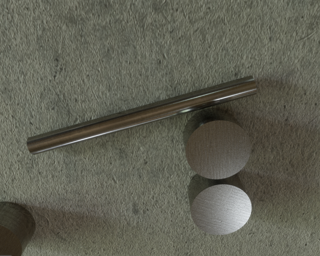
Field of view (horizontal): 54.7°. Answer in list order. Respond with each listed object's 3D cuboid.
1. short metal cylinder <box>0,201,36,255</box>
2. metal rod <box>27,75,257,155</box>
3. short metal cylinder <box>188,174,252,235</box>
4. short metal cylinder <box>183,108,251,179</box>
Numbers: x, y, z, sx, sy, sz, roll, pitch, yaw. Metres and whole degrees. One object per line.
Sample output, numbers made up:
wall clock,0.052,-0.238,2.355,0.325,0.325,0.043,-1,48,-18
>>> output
short metal cylinder,-0.232,0.155,0.452,0.081,0.050,0.079,0,110,0
metal rod,-0.027,-0.015,0.403,0.301,0.025,0.025,-15,110,5
short metal cylinder,0.081,0.101,0.434,0.081,0.050,0.079,0,110,0
short metal cylinder,0.072,0.019,0.404,0.081,0.050,0.079,0,110,0
